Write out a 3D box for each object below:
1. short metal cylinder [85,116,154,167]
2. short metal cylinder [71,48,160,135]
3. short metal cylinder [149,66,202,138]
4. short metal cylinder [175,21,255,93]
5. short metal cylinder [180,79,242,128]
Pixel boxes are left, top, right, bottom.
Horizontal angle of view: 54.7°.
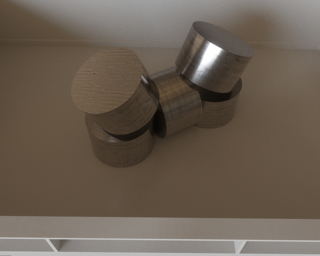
[{"bbox_3d":[-0.048,0.001,0.385,0.081,0.050,0.080,0,50,0],"label":"short metal cylinder"},{"bbox_3d":[-0.047,-0.039,0.335,0.080,0.050,0.080,-9,62,17],"label":"short metal cylinder"},{"bbox_3d":[0.010,-0.033,0.395,0.050,0.080,0.080,-24,54,-19],"label":"short metal cylinder"},{"bbox_3d":[0.065,-0.087,0.376,0.081,0.050,0.080,18,35,-13],"label":"short metal cylinder"},{"bbox_3d":[0.067,-0.047,0.427,0.081,0.050,0.080,0,50,0],"label":"short metal cylinder"}]
